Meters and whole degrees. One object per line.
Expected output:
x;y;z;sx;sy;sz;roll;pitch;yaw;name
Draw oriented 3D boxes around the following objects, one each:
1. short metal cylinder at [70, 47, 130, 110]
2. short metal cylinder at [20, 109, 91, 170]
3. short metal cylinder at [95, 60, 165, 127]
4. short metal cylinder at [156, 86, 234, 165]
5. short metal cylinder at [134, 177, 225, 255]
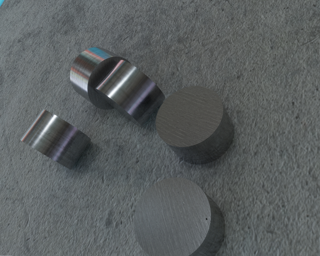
-0.084;-0.073;0.457;0.050;0.080;0.080;33;80;39;short metal cylinder
-0.145;0.017;0.435;0.080;0.080;0.050;21;73;36;short metal cylinder
-0.040;-0.045;0.418;0.080;0.080;0.050;33;81;38;short metal cylinder
0.042;-0.003;0.368;0.080;0.050;0.080;-13;56;21;short metal cylinder
0.021;0.097;0.318;0.080;0.050;0.080;-13;56;21;short metal cylinder
